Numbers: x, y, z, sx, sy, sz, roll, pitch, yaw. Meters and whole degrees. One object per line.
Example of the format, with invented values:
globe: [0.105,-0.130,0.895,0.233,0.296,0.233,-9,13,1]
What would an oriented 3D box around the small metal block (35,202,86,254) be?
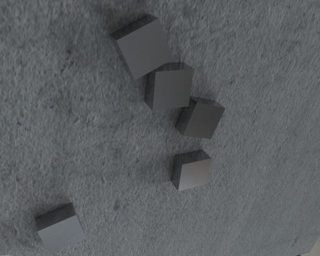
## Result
small metal block: [-0.134,0.136,0.419,0.050,0.025,0.050,-21,127,-17]

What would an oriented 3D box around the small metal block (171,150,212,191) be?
small metal block: [0.047,0.065,0.475,0.050,0.025,0.050,-9,122,-24]

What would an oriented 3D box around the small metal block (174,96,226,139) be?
small metal block: [0.055,-0.014,0.430,0.050,0.025,0.050,7,115,-32]

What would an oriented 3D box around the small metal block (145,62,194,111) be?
small metal block: [0.011,-0.052,0.382,0.050,0.025,0.050,-9,123,-24]

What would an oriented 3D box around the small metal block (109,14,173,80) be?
small metal block: [-0.020,-0.089,0.342,0.050,0.025,0.050,-31,129,-9]
